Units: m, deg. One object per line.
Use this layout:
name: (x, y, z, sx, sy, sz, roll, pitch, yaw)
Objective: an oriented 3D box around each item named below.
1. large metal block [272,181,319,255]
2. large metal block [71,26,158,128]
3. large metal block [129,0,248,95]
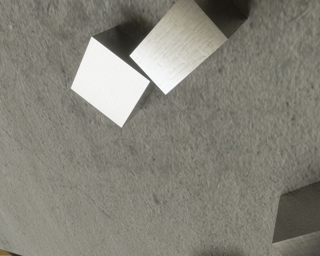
large metal block: (0.179, 0.105, 0.342, 0.050, 0.080, 0.080, 49, 128, -6)
large metal block: (-0.050, -0.062, 0.378, 0.080, 0.050, 0.080, 38, 129, 2)
large metal block: (0.029, -0.088, 0.300, 0.050, 0.080, 0.080, 47, 129, -5)
